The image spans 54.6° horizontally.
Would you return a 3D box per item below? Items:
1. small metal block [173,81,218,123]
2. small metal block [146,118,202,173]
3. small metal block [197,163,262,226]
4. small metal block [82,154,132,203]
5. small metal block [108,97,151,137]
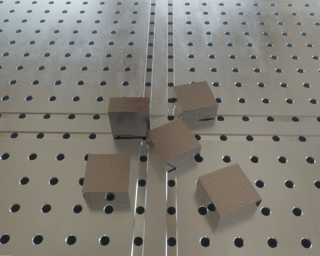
[{"bbox_3d":[0.049,-0.037,0.440,0.050,0.025,0.050,-10,51,-9],"label":"small metal block"},{"bbox_3d":[0.016,0.021,0.390,0.050,0.025,0.050,-21,53,-17],"label":"small metal block"},{"bbox_3d":[0.076,0.073,0.347,0.050,0.025,0.050,-17,52,-14],"label":"small metal block"},{"bbox_3d":[-0.059,0.058,0.359,0.050,0.025,0.050,0,50,0],"label":"small metal block"},{"bbox_3d":[-0.038,-0.013,0.403,0.050,0.050,0.025,0,50,0],"label":"small metal block"}]
